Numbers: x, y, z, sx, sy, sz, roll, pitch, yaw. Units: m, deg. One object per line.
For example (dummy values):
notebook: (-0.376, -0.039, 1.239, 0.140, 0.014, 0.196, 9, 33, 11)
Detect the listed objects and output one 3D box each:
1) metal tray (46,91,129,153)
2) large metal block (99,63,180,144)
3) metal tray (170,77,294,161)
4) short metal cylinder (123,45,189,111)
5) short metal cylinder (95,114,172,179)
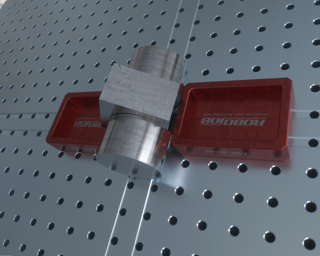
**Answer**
metal tray: (-0.099, -0.010, 0.463, 0.130, 0.030, 0.090, 1, 62, 28)
large metal block: (-0.027, -0.027, 0.385, 0.080, 0.080, 0.050, 17, 66, -2)
metal tray: (0.085, -0.012, 0.367, 0.130, 0.030, 0.090, 1, 62, 28)
short metal cylinder: (-0.006, -0.064, 0.415, 0.080, 0.080, 0.050, 1, 63, 29)
short metal cylinder: (-0.031, 0.024, 0.374, 0.080, 0.080, 0.050, 2, 63, 29)
